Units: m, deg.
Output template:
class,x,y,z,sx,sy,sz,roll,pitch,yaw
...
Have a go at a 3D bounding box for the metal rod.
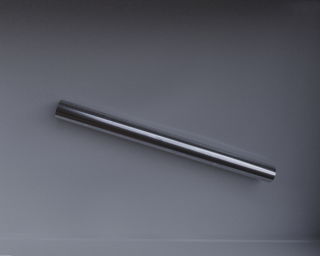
class,x,y,z,sx,sy,sz,roll,pitch,yaw
metal rod,0.013,0.020,0.417,0.302,0.025,0.025,17,109,-7
